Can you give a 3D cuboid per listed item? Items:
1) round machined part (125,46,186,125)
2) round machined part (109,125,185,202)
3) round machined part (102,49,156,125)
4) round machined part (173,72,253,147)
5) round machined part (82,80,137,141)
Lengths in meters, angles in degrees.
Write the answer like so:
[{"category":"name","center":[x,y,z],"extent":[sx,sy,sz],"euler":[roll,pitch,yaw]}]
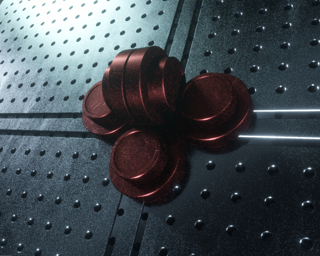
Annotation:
[{"category":"round machined part","center":[0.001,-0.053,0.385],"extent":[0.042,0.098,0.098],"euler":[-1,62,28]},{"category":"round machined part","center":[-0.022,0.038,0.384],"extent":[0.098,0.042,0.098],"euler":[-13,56,20]},{"category":"round machined part","center":[-0.038,-0.053,0.404],"extent":[0.042,0.098,0.098],"euler":[1,62,29]},{"category":"round machined part","center":[0.061,-0.029,0.381],"extent":[0.098,0.042,0.098],"euler":[-13,56,20]},{"category":"round machined part","center":[-0.074,-0.034,0.455],"extent":[0.098,0.042,0.098],"euler":[-13,56,20]}]
